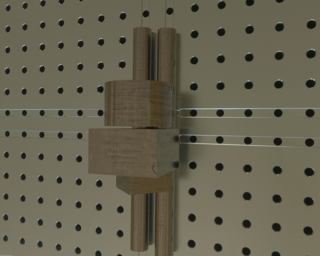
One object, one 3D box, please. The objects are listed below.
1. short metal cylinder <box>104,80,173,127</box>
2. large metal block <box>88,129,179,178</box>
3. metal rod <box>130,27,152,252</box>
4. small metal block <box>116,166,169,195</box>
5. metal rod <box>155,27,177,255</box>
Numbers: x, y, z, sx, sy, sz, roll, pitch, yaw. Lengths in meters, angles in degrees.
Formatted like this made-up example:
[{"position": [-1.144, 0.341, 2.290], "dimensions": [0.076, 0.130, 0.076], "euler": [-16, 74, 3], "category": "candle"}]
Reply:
[{"position": [-0.025, -0.027, 0.369], "dimensions": [0.080, 0.080, 0.050], "euler": [1, 91, 19], "category": "short metal cylinder"}, {"position": [-0.027, 0.026, 0.366], "dimensions": [0.080, 0.080, 0.050], "euler": [1, 90, 19], "category": "large metal block"}, {"position": [-0.026, 0.015, 0.422], "dimensions": [0.025, 0.025, 0.298], "euler": [1, 90, 19], "category": "metal rod"}, {"position": [-0.022, 0.063, 0.382], "dimensions": [0.050, 0.050, 0.025], "euler": [1, 91, -25], "category": "small metal block"}, {"position": [0.007, 0.020, 0.410], "dimensions": [0.025, 0.025, 0.298], "euler": [1, 90, 19], "category": "metal rod"}]
